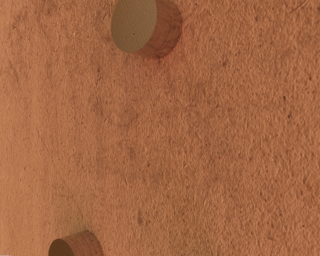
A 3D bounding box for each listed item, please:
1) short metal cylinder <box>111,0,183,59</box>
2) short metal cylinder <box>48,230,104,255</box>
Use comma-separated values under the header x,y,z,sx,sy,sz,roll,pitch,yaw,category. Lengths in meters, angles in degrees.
x,y,z,sx,sy,sz,roll,pitch,yaw,category
-0.018,-0.134,0.404,0.080,0.050,0.080,0,90,40,short metal cylinder
-0.137,0.213,0.502,0.080,0.050,0.080,0,90,40,short metal cylinder
